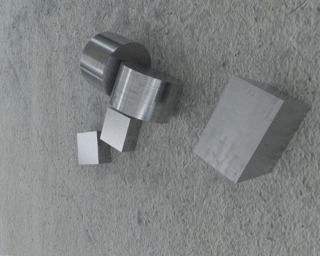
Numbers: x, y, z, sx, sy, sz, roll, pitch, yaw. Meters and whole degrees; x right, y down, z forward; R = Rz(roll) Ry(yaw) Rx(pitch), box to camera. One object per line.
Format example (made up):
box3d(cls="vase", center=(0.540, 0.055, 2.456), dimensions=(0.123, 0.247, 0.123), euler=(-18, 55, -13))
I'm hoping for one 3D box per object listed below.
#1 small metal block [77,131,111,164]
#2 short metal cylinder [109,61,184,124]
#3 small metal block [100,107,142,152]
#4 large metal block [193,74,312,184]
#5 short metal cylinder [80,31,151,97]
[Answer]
box3d(cls="small metal block", center=(-0.105, 0.031, 0.492), dimensions=(0.050, 0.025, 0.050), euler=(-6, 86, 39))
box3d(cls="short metal cylinder", center=(-0.017, -0.045, 0.383), dimensions=(0.080, 0.081, 0.050), euler=(32, 110, 35))
box3d(cls="small metal block", center=(-0.057, 0.002, 0.452), dimensions=(0.050, 0.025, 0.050), euler=(26, 107, 37))
box3d(cls="large metal block", center=(0.089, 0.001, 0.296), dimensions=(0.050, 0.081, 0.079), euler=(37, 113, 33))
box3d(cls="short metal cylinder", center=(-0.059, -0.083, 0.418), dimensions=(0.050, 0.081, 0.079), euler=(33, 111, 35))
